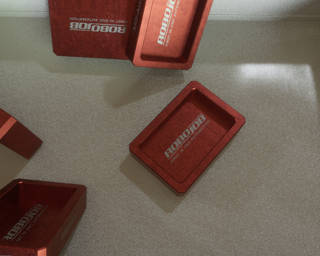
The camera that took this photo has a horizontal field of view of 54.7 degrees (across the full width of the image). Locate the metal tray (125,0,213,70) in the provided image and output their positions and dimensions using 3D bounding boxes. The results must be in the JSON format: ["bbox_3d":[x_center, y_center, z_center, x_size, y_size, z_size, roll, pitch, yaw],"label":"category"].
[{"bbox_3d":[0.014,-0.141,0.394,0.091,0.129,0.030,-1,35,-28],"label":"metal tray"}]

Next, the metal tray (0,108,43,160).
[{"bbox_3d":[-0.217,-0.017,0.378,0.130,0.090,0.030,32,73,10],"label":"metal tray"}]

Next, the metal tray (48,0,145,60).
[{"bbox_3d":[-0.082,-0.144,0.429,0.131,0.030,0.089,3,115,1],"label":"metal tray"}]

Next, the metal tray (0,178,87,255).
[{"bbox_3d":[-0.138,0.095,0.320,0.091,0.130,0.030,6,104,2],"label":"metal tray"}]

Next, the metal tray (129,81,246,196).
[{"bbox_3d":[0.036,0.011,0.403,0.090,0.030,0.130,40,74,13],"label":"metal tray"}]
